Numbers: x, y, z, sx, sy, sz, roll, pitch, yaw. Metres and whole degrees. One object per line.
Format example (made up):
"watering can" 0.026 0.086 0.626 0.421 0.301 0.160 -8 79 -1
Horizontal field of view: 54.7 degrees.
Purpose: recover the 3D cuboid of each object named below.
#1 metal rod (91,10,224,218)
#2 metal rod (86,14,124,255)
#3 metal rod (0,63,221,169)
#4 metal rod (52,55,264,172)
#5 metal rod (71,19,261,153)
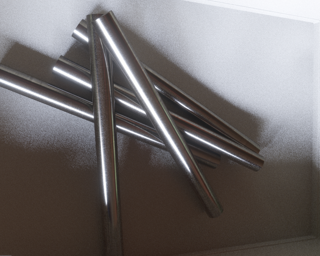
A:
"metal rod" 0.009 0.002 0.379 0.025 0.025 0.299 -39 116 -16
"metal rod" -0.063 0.023 0.366 0.025 0.025 0.298 -6 100 -20
"metal rod" -0.053 -0.008 0.391 0.302 0.025 0.025 22 83 -19
"metal rod" 0.009 -0.012 0.405 0.301 0.025 0.025 26 82 -15
"metal rod" 0.021 -0.043 0.419 0.301 0.025 0.025 33 79 -18
